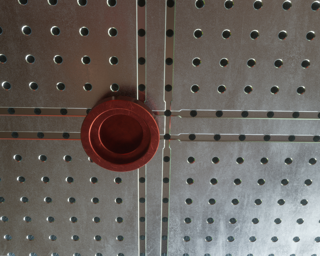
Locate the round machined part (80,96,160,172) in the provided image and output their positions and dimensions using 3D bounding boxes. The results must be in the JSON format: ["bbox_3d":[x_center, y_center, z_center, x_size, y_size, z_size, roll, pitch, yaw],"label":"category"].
[{"bbox_3d":[-0.050,0.005,0.405,0.099,0.042,0.097,0,110,-1],"label":"round machined part"}]
